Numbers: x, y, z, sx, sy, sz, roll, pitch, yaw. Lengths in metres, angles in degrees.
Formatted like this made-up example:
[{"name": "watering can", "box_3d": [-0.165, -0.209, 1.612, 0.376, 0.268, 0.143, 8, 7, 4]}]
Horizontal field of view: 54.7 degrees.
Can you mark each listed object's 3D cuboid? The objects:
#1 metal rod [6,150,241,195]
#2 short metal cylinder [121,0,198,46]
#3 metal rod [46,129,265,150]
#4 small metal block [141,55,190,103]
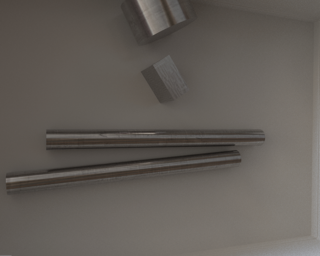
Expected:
[{"name": "metal rod", "box_3d": [-0.030, 0.054, 0.400, 0.303, 0.025, 0.025, -4, 92, -20]}, {"name": "short metal cylinder", "box_3d": [-0.001, -0.142, 0.382, 0.081, 0.080, 0.050, -28, 100, -18]}, {"name": "metal rod", "box_3d": [0.009, 0.014, 0.414, 0.303, 0.025, 0.025, 0, 90, -21]}, {"name": "small metal block", "box_3d": [0.006, -0.061, 0.400, 0.025, 0.050, 0.050, -35, 102, -17]}]
